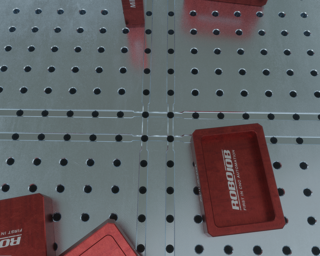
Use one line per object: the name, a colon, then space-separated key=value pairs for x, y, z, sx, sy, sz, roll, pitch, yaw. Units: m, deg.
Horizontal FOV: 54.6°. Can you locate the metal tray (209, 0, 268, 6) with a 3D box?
metal tray: x=0.106 y=-0.231 z=0.462 sx=0.131 sy=0.090 sz=0.030 roll=8 pitch=71 yaw=3

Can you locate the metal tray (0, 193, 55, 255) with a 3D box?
metal tray: x=-0.194 y=0.133 z=0.360 sx=0.131 sy=0.030 sz=0.090 roll=-10 pitch=70 yaw=-4

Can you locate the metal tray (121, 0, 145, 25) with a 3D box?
metal tray: x=-0.042 y=-0.223 z=0.437 sx=0.030 sy=0.130 sz=0.090 roll=-4 pitch=70 yaw=-1

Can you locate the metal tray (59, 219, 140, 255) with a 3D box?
metal tray: x=-0.051 y=0.176 z=0.327 sx=0.090 sy=0.030 sz=0.130 roll=-35 pitch=88 yaw=-12

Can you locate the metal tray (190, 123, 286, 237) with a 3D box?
metal tray: x=0.092 y=0.063 z=0.386 sx=0.091 sy=0.030 sz=0.130 roll=-6 pitch=70 yaw=-2
